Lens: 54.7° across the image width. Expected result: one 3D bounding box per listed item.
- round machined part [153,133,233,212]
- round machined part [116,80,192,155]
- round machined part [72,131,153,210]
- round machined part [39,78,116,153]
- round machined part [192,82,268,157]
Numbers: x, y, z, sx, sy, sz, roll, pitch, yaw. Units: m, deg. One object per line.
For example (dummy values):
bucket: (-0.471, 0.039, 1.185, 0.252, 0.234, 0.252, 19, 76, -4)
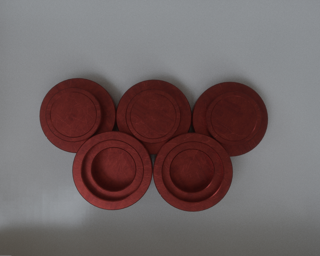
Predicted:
round machined part: (0.040, 0.054, 0.401, 0.099, 0.042, 0.097, 0, 90, 0)
round machined part: (-0.008, -0.014, 0.400, 0.099, 0.042, 0.097, 0, 89, 0)
round machined part: (-0.058, 0.052, 0.401, 0.099, 0.042, 0.097, 0, 90, 0)
round machined part: (-0.106, -0.016, 0.399, 0.099, 0.042, 0.097, 0, 89, -1)
round machined part: (0.091, -0.011, 0.401, 0.099, 0.042, 0.097, 0, 89, 0)
